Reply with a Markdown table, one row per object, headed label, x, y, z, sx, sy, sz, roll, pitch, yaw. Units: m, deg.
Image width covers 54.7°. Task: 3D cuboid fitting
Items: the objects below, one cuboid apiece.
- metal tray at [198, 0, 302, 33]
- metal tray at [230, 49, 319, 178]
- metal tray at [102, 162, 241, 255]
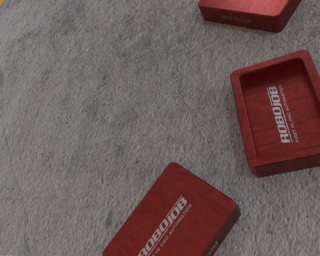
| label | x | y | z | sx | sy | sz | roll | pitch | yaw |
| --- | --- | --- | --- | --- | --- | --- | --- | --- | --- |
| metal tray | 0.132 | -0.191 | 0.449 | 0.130 | 0.030 | 0.090 | 26 | 75 | 37 |
| metal tray | 0.134 | -0.018 | 0.341 | 0.090 | 0.030 | 0.130 | -15 | 55 | 19 |
| metal tray | 0.011 | 0.112 | 0.326 | 0.090 | 0.030 | 0.130 | 30 | 78 | 37 |
